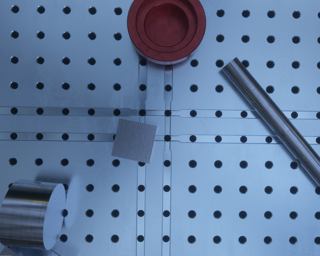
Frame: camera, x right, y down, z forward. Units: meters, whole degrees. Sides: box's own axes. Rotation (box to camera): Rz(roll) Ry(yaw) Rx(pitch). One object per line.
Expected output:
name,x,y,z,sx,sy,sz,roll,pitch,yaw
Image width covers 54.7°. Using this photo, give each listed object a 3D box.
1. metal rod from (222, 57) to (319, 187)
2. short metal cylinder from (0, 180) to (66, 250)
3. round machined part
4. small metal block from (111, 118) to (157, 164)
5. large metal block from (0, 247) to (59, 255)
metal rod,0.189,0.028,0.415,0.025,0.025,0.300,-40,91,0
short metal cylinder,-0.155,0.107,0.384,0.050,0.080,0.079,6,90,0
round machined part,0.008,-0.131,0.405,0.099,0.042,0.097,0,90,-1
small metal block,-0.033,0.017,0.413,0.050,0.025,0.050,12,90,-1
large metal block,-0.176,0.197,0.398,0.080,0.050,0.080,35,90,-1
